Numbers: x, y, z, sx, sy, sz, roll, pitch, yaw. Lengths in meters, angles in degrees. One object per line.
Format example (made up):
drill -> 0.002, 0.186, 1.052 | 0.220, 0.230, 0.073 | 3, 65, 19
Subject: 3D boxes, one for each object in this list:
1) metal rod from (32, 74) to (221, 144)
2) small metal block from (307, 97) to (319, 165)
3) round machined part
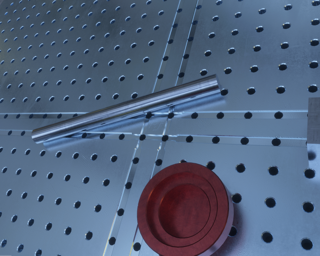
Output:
metal rod -> -0.061, -0.023, 0.452 | 0.301, 0.025, 0.025 | -15, 56, 19
small metal block -> 0.161, 0.004, 0.305 | 0.025, 0.050, 0.050 | 1, 62, 28
round machined part -> 0.029, 0.089, 0.327 | 0.098, 0.042, 0.098 | -13, 56, 20
